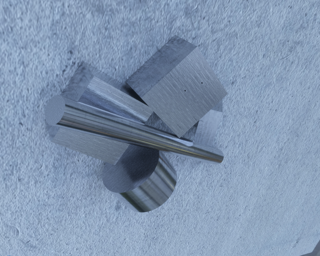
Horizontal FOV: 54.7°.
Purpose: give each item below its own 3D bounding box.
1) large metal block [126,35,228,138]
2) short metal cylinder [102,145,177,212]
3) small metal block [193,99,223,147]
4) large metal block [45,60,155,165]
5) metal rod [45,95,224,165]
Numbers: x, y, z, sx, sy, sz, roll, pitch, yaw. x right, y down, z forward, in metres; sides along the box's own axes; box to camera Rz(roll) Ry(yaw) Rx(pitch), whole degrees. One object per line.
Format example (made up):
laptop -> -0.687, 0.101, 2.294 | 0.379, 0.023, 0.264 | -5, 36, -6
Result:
large metal block -> 0.021, -0.048, 0.371 | 0.080, 0.050, 0.080 | -43, 130, 1
short metal cylinder -> -0.025, 0.059, 0.395 | 0.080, 0.080, 0.050 | -38, 130, -3
small metal block -> 0.065, -0.011, 0.418 | 0.025, 0.050, 0.050 | 15, 116, 4
large metal block -> -0.068, -0.015, 0.346 | 0.080, 0.050, 0.080 | 28, 103, -38
metal rod -> 0.002, 0.015, 0.366 | 0.301, 0.025, 0.025 | 19, 109, -53
